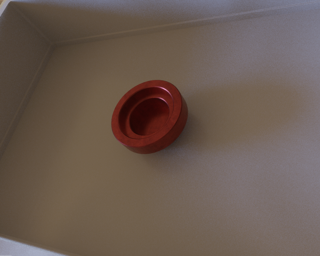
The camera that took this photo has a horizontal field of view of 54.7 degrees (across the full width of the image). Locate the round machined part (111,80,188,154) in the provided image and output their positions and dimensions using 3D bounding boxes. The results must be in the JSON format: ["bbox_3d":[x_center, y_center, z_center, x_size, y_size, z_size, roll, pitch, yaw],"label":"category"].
[{"bbox_3d":[-0.010,-0.011,0.400,0.098,0.042,0.098,-13,56,20],"label":"round machined part"}]
